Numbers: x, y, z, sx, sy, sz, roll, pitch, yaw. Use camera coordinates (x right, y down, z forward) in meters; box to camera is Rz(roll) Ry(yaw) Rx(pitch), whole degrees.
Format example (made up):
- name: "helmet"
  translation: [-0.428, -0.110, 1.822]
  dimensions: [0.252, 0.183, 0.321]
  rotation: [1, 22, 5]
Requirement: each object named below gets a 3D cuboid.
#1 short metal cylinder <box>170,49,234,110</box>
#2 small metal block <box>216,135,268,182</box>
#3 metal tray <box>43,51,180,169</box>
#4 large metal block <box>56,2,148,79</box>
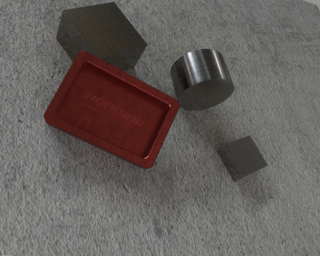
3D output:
- name: "short metal cylinder"
  translation: [0.059, -0.067, 0.443]
  dimensions: [0.081, 0.080, 0.050]
  rotation: [1, 61, -28]
- name: "small metal block"
  translation: [0.118, 0.043, 0.443]
  dimensions: [0.050, 0.025, 0.050]
  rotation: [-15, 70, -35]
- name: "metal tray"
  translation: [-0.053, -0.019, 0.361]
  dimensions: [0.131, 0.030, 0.090]
  rotation: [27, 78, -12]
- name: "large metal block"
  translation: [-0.079, -0.117, 0.418]
  dimensions: [0.081, 0.050, 0.080]
  rotation: [-29, 78, -38]
